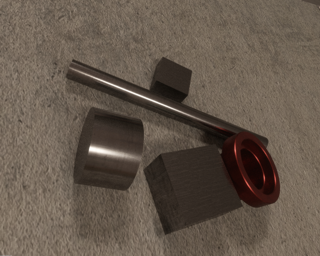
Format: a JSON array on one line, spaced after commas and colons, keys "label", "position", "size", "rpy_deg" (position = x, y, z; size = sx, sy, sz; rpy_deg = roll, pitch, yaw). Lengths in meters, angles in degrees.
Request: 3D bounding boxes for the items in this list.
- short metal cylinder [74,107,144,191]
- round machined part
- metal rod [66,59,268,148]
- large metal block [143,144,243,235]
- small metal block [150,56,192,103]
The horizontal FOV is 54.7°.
[{"label": "short metal cylinder", "position": [-0.055, 0.022, 0.326], "size": [0.050, 0.080, 0.080], "rpy_deg": [14, 56, -21]}, {"label": "round machined part", "position": [0.112, 0.057, 0.409], "size": [0.098, 0.042, 0.098], "rpy_deg": [27, 48, -34]}, {"label": "metal rod", "position": [0.022, -0.025, 0.432], "size": [0.302, 0.025, 0.025], "rpy_deg": [20, 54, -17]}, {"label": "large metal block", "position": [0.037, 0.071, 0.366], "size": [0.081, 0.050, 0.080], "rpy_deg": [-7, 65, -32]}, {"label": "small metal block", "position": [0.017, -0.070, 0.458], "size": [0.050, 0.025, 0.050], "rpy_deg": [23, 53, -15]}]
